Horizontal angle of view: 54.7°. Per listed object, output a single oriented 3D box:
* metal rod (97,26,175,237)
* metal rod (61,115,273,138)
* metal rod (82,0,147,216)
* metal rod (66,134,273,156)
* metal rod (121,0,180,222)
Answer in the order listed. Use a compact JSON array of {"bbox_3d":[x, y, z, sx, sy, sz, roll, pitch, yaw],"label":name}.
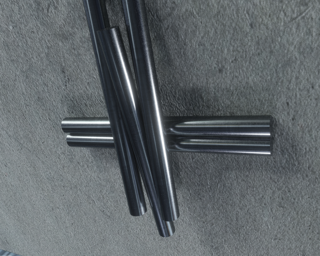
[{"bbox_3d":[-0.023,0.023,0.400,0.025,0.025,0.298,0,118,28],"label":"metal rod"},{"bbox_3d":[-0.010,-0.003,0.411,0.300,0.025,0.025,0,119,27],"label":"metal rod"},{"bbox_3d":[-0.054,-0.021,0.395,0.025,0.025,0.298,0,111,28],"label":"metal rod"},{"bbox_3d":[-0.006,0.019,0.423,0.300,0.025,0.025,0,119,27],"label":"metal rod"},{"bbox_3d":[-0.010,-0.021,0.371,0.025,0.025,0.298,0,111,28],"label":"metal rod"}]
